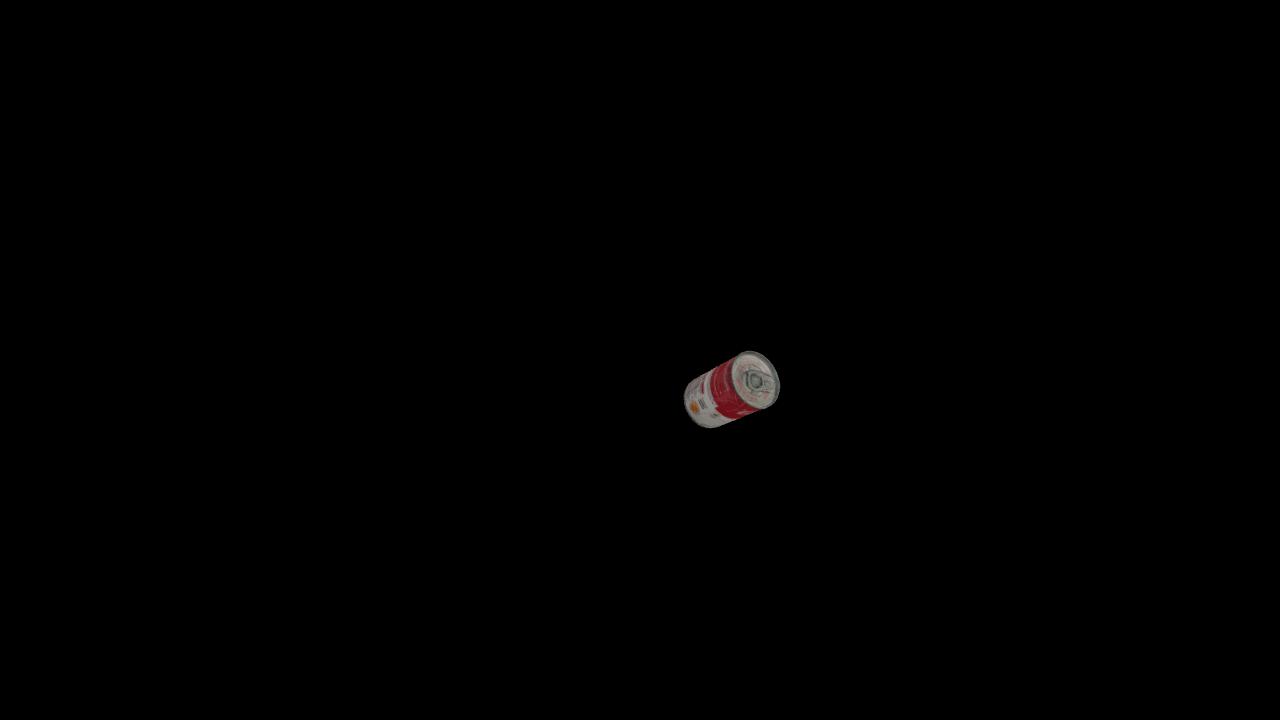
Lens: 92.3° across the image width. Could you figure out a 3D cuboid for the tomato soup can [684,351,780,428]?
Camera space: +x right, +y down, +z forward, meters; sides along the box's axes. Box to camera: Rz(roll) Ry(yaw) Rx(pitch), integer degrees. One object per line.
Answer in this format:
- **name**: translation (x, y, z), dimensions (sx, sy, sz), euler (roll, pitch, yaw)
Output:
- **tomato soup can**: translation (0.104, 0.037, 0.717), dimensions (0.068, 0.068, 0.101), euler (0, -19, -31)
